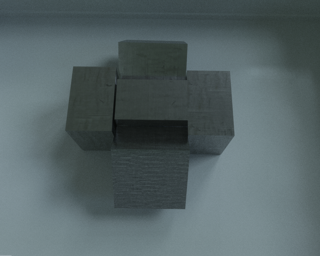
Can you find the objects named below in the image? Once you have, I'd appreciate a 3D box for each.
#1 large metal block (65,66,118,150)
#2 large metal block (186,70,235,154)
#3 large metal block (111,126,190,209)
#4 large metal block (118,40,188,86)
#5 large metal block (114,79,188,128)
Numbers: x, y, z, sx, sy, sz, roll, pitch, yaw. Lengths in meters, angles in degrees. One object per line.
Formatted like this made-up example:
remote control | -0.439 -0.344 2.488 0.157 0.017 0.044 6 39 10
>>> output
large metal block | -0.077 -0.021 0.386 0.050 0.080 0.080 1 70 0
large metal block | 0.056 -0.016 0.385 0.050 0.080 0.080 1 70 0
large metal block | -0.011 0.045 0.355 0.081 0.079 0.050 1 28 -1
large metal block | -0.008 -0.087 0.404 0.080 0.080 0.050 2 108 0
large metal block | -0.009 -0.019 0.386 0.080 0.080 0.050 1 70 0
